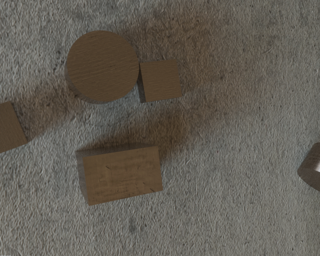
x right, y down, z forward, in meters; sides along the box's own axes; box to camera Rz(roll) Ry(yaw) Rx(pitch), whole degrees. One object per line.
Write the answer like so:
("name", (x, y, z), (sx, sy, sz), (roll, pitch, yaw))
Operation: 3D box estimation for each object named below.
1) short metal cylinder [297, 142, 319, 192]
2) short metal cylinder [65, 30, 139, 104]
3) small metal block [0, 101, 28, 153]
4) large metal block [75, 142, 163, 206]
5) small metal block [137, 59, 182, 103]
("short metal cylinder", (0.264, 0.066, 0.480), (0.080, 0.080, 0.050), (41, 77, -16))
("short metal cylinder", (-0.071, -0.070, 0.370), (0.081, 0.050, 0.079), (0, 90, -20))
("small metal block", (-0.181, 0.003, 0.342), (0.050, 0.025, 0.050), (-22, 98, -19))
("large metal block", (-0.051, 0.049, 0.362), (0.081, 0.080, 0.050), (-8, 93, -20))
("small metal block", (-0.002, -0.062, 0.409), (0.050, 0.025, 0.050), (-11, 94, -20))
